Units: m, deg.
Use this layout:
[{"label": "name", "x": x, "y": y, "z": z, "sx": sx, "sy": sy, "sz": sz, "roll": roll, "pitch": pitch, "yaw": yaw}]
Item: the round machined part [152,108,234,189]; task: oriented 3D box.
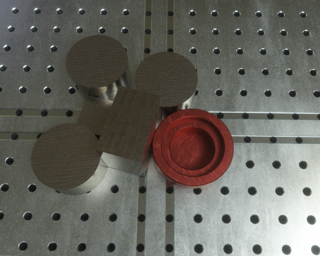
[{"label": "round machined part", "x": 0.040, "y": 0.028, "z": 0.392, "sx": 0.099, "sy": 0.042, "sz": 0.098, "roll": 0, "pitch": 70, "yaw": 0}]

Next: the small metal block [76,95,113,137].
[{"label": "small metal block", "x": -0.079, "y": -0.011, "z": 0.415, "sx": 0.050, "sy": 0.025, "sz": 0.050, "roll": 14, "pitch": 71, "yaw": 5}]

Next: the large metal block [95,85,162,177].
[{"label": "large metal block", "x": -0.033, "y": 0.007, "z": 0.376, "sx": 0.050, "sy": 0.080, "sz": 0.080, "roll": 15, "pitch": 71, "yaw": 5}]

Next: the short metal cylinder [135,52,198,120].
[{"label": "short metal cylinder", "x": 0.008, "y": -0.055, "z": 0.418, "sx": 0.081, "sy": 0.050, "sz": 0.080, "roll": 0, "pitch": 70, "yaw": 0}]

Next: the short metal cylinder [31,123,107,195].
[{"label": "short metal cylinder", "x": -0.109, "y": 0.040, "z": 0.383, "sx": 0.081, "sy": 0.050, "sz": 0.080, "roll": 0, "pitch": 70, "yaw": 0}]

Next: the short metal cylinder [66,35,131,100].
[{"label": "short metal cylinder", "x": -0.082, "y": -0.080, "z": 0.426, "sx": 0.081, "sy": 0.050, "sz": 0.080, "roll": 0, "pitch": 70, "yaw": 0}]
